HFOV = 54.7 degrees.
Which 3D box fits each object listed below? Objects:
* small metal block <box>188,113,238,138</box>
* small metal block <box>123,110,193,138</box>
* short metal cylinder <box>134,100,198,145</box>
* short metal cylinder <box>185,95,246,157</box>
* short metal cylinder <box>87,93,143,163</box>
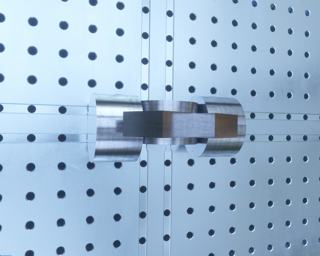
[{"bbox_3d":[0.050,-0.002,0.336,0.050,0.050,0.025,1,90,-51],"label":"small metal block"},{"bbox_3d":[-0.001,-0.004,0.312,0.050,0.050,0.025,1,90,-52],"label":"small metal block"},{"bbox_3d":[0.007,-0.006,0.386,0.081,0.080,0.050,1,90,-20],"label":"short metal cylinder"},{"bbox_3d":[0.068,-0.002,0.408,0.050,0.080,0.079,1,90,-19],"label":"short metal cylinder"},{"bbox_3d":[-0.055,0.000,0.363,0.050,0.080,0.080,1,90,-20],"label":"short metal cylinder"}]
